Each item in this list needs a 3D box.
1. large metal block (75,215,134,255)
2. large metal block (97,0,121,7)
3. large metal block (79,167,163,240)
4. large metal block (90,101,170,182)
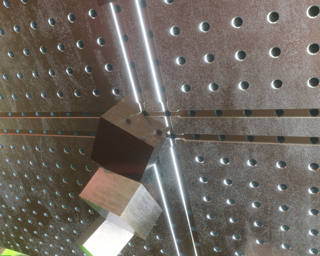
[{"bbox_3d":[-0.089,0.179,0.518,0.050,0.080,0.080,47,151,-4],"label":"large metal block"},{"bbox_3d":[-0.030,-0.175,0.303,0.080,0.050,0.080,-5,116,30],"label":"large metal block"},{"bbox_3d":[-0.054,0.108,0.446,0.080,0.050,0.080,14,149,36],"label":"large metal block"},{"bbox_3d":[-0.043,0.022,0.432,0.080,0.050,0.079,29,128,9],"label":"large metal block"}]
